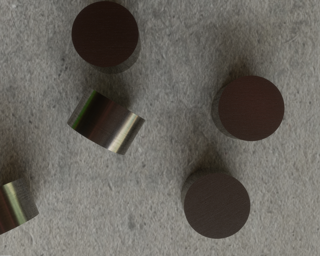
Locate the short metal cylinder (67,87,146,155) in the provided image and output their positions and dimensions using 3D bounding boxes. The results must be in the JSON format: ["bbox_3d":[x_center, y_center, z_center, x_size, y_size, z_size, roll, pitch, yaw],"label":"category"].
[{"bbox_3d":[-0.065,-0.009,0.382,0.080,0.080,0.050,31,90,-1],"label":"short metal cylinder"}]

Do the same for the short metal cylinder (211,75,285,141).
[{"bbox_3d":[0.110,-0.024,0.399,0.081,0.050,0.079,0,90,-1],"label":"short metal cylinder"}]

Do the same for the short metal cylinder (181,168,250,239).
[{"bbox_3d":[0.069,0.094,0.399,0.081,0.050,0.079,0,90,-1],"label":"short metal cylinder"}]

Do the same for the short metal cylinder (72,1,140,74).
[{"bbox_3d":[-0.066,-0.113,0.397,0.081,0.050,0.079,0,90,-1],"label":"short metal cylinder"}]

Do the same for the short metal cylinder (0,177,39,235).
[{"bbox_3d":[-0.198,0.100,0.380,0.080,0.080,0.050,-22,90,0],"label":"short metal cylinder"}]
